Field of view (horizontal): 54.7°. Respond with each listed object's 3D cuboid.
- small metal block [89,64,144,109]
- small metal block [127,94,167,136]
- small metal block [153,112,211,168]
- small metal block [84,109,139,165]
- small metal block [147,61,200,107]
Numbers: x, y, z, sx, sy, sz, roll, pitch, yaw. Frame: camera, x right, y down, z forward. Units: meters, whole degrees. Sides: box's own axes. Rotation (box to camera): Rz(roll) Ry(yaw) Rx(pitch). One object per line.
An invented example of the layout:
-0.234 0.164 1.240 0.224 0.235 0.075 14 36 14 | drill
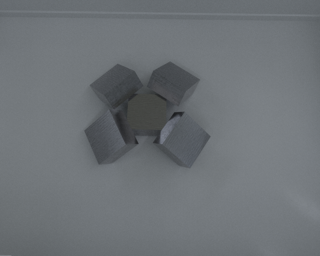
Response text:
-0.059 -0.057 0.414 0.050 0.025 0.050 -41 38 -13 | small metal block
-0.017 -0.017 0.413 0.050 0.025 0.050 2 70 0 | small metal block
0.028 0.015 0.390 0.050 0.025 0.050 42 72 -22 | small metal block
-0.062 0.012 0.390 0.050 0.025 0.050 -37 70 27 | small metal block
0.019 -0.061 0.417 0.050 0.025 0.050 33 36 11 | small metal block
